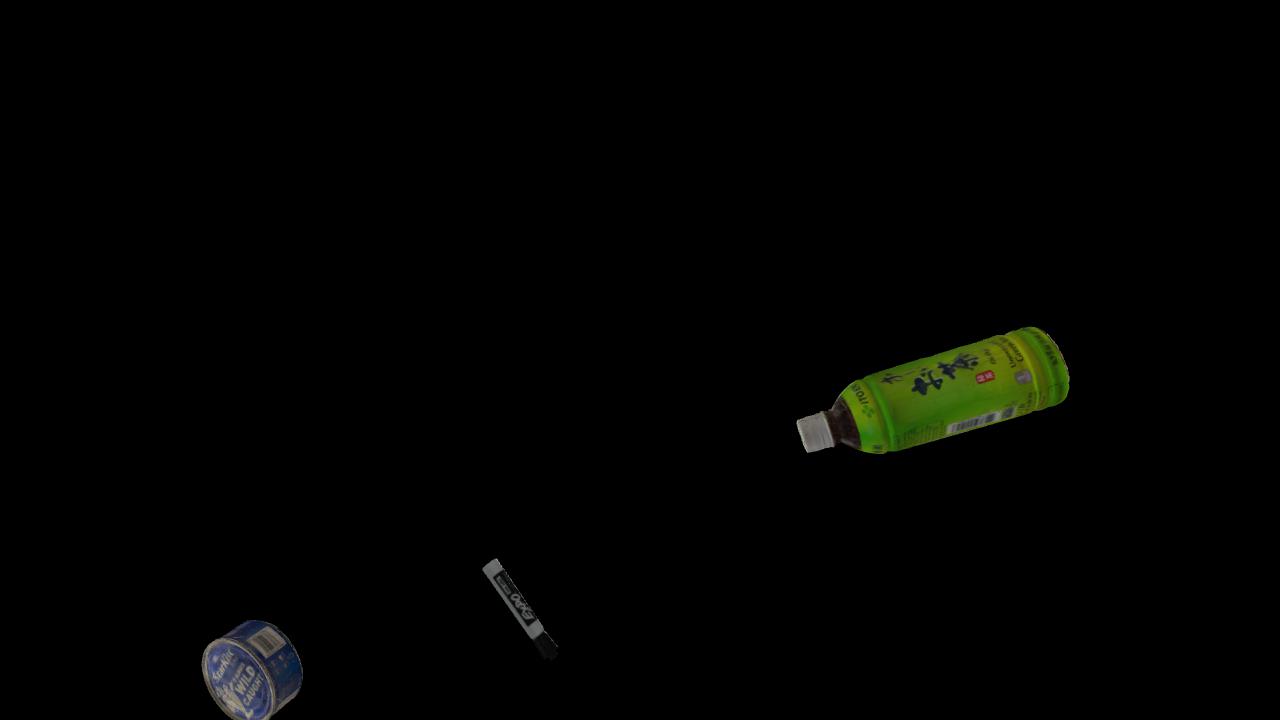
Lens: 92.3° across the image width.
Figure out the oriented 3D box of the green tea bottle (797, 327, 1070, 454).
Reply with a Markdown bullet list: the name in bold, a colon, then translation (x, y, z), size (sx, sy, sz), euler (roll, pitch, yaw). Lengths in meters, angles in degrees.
- **green tea bottle**: translation (0.241, 0.036, 0.526), size (0.212, 0.073, 0.073), euler (-19, -2, 6)

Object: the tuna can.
- **tuna can**: translation (-0.343, 0.276, 0.546), size (0.084, 0.084, 0.034), euler (0, 12, 20)

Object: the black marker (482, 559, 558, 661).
- **black marker**: translation (-0.128, 0.268, 0.660), size (0.020, 0.121, 0.020), euler (-37, -13, -10)
